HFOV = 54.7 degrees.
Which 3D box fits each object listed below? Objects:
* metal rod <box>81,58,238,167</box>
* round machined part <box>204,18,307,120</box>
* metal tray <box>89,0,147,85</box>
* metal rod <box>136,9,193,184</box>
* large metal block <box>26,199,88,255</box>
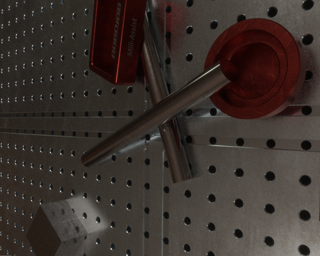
[{"bbox_3d":[-0.026,-0.001,0.397,0.299,0.025,0.025,-30,71,45],"label":"metal rod"},{"bbox_3d":[0.098,-0.057,0.317,0.098,0.042,0.097,0,90,39],"label":"round machined part"},{"bbox_3d":[-0.061,-0.133,0.428,0.090,0.030,0.129,35,122,46],"label":"metal tray"},{"bbox_3d":[-0.009,-0.075,0.414,0.025,0.025,0.299,-24,75,37],"label":"metal rod"},{"bbox_3d":[-0.181,0.186,0.539,0.080,0.050,0.080,44,116,30],"label":"large metal block"}]
